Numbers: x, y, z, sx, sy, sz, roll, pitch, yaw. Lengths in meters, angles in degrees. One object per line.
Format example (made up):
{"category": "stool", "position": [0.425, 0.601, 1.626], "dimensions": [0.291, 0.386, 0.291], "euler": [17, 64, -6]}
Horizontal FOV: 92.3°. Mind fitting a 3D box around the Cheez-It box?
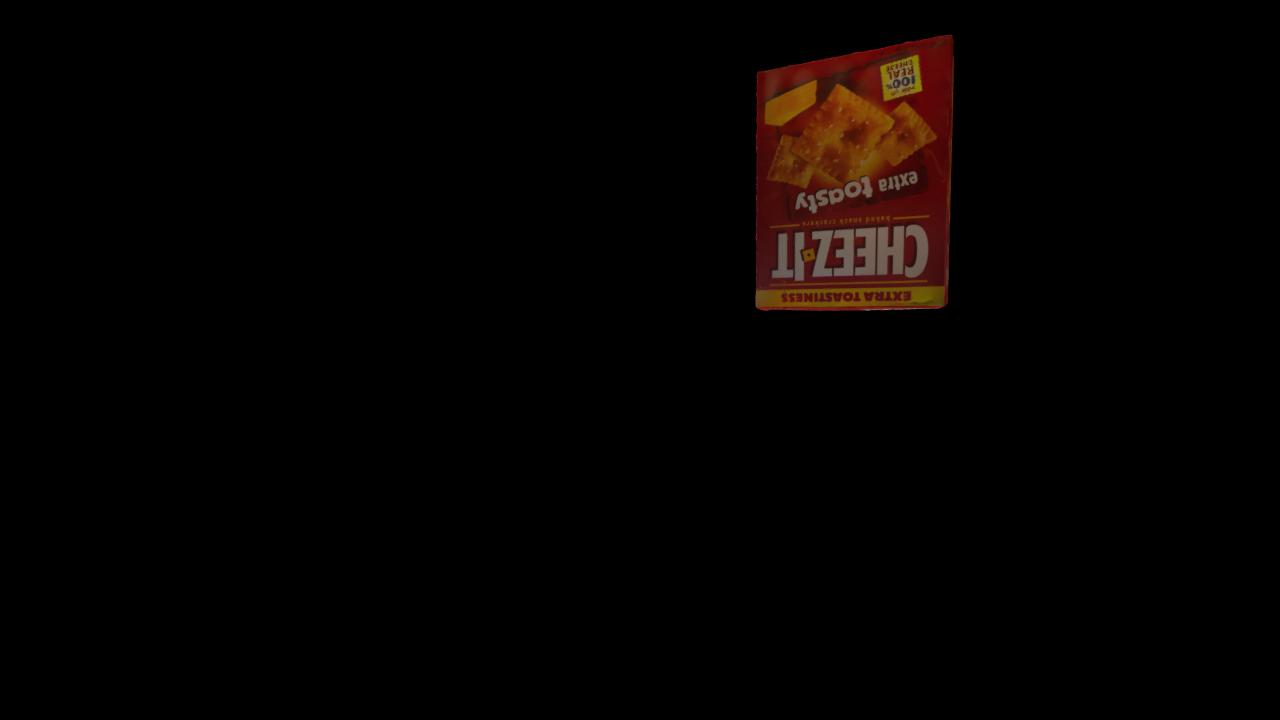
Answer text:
{"category": "Cheez-It box", "position": [0.193, -0.157, 0.564], "dimensions": [0.166, 0.223, 0.071], "euler": [2, 7, 28]}
